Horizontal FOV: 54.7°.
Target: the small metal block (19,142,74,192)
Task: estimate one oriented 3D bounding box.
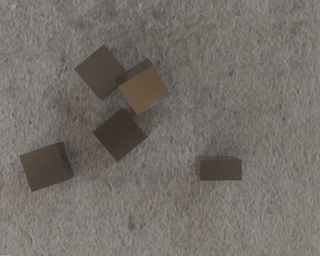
[{"bbox_3d":[-0.148,0.050,0.408,0.050,0.025,0.050,-19,90,-1],"label":"small metal block"}]

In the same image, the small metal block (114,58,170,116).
[{"bbox_3d":[-0.022,-0.052,0.397,0.050,0.025,0.050,-32,127,0],"label":"small metal block"}]

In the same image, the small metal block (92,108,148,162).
[{"bbox_3d":[-0.051,0.009,0.409,0.050,0.025,0.050,-40,91,0],"label":"small metal block"}]

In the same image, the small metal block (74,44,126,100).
[{"bbox_3d":[-0.075,-0.073,0.409,0.050,0.025,0.050,-40,90,0],"label":"small metal block"}]

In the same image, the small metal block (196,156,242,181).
[{"bbox_3d":[0.074,0.051,0.399,0.050,0.050,0.025,0,90,-1],"label":"small metal block"}]
